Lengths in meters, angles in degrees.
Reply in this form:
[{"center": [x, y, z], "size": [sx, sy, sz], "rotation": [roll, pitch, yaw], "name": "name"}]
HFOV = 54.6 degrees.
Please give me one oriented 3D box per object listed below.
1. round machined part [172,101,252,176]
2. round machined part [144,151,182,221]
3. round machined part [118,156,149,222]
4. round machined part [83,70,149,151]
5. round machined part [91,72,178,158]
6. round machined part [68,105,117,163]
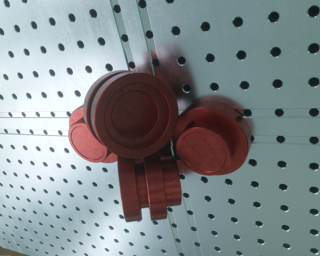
[{"center": [0.059, 0.019, 0.382], "size": [0.098, 0.042, 0.097], "rotation": [13, 124, 21], "name": "round machined part"}, {"center": [0.003, 0.073, 0.420], "size": [0.042, 0.098, 0.097], "rotation": [-7, 120, -4], "name": "round machined part"}, {"center": [-0.030, 0.075, 0.421], "size": [0.042, 0.098, 0.097], "rotation": [-7, 120, -4], "name": "round machined part"}, {"center": [-0.047, -0.024, 0.390], "size": [0.042, 0.099, 0.098], "rotation": [31, 144, 63], "name": "round machined part"}, {"center": [-0.032, -0.017, 0.362], "size": [0.042, 0.099, 0.098], "rotation": [31, 144, 63], "name": "round machined part"}, {"center": [-0.095, 0.012, 0.458], "size": [0.098, 0.042, 0.097], "rotation": [13, 124, 21], "name": "round machined part"}]
